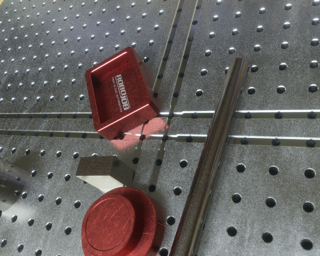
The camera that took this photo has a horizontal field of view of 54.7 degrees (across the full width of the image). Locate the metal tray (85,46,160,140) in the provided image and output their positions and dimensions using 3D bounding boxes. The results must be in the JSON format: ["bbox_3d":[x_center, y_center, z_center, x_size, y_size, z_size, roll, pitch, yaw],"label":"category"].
[{"bbox_3d":[-0.061,-0.056,0.469,0.090,0.030,0.130,-27,52,10],"label":"metal tray"}]

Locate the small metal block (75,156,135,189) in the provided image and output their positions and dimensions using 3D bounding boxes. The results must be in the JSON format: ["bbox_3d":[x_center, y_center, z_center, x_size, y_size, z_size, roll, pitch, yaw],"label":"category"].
[{"bbox_3d":[-0.068,0.057,0.391,0.050,0.050,0.025,-5,60,25],"label":"small metal block"}]

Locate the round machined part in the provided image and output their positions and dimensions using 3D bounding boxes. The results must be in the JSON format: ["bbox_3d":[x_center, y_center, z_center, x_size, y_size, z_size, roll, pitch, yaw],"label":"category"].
[{"bbox_3d":[-0.049,0.113,0.352,0.098,0.042,0.098,-13,56,20],"label":"round machined part"}]

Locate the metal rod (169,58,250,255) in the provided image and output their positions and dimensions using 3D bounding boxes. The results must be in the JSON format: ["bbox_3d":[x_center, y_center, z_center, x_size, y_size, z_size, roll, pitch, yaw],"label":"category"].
[{"bbox_3d":[0.054,0.047,0.350,0.025,0.025,0.300,8,65,31],"label":"metal rod"}]

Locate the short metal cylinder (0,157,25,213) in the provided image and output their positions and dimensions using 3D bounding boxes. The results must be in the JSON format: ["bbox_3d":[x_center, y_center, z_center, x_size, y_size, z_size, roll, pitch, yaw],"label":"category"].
[{"bbox_3d":[-0.257,0.085,0.472,0.080,0.050,0.080,-13,56,20],"label":"short metal cylinder"}]
